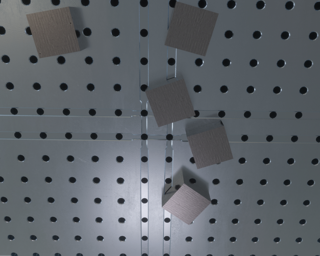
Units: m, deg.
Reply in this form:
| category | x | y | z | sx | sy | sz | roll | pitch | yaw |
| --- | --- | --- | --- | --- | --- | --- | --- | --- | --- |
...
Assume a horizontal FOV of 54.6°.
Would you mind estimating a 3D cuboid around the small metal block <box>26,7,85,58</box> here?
| category | x | y | z | sx | sy | sz | roll | pitch | yaw |
| --- | --- | --- | --- | --- | --- | --- | --- | --- | --- |
| small metal block | -0.123 | -0.114 | 0.370 | 0.050 | 0.025 | 0.050 | -9 | 110 | 3 |

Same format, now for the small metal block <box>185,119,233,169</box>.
| category | x | y | z | sx | sy | sz | roll | pitch | yaw |
| --- | --- | --- | --- | --- | --- | --- | --- | --- | --- |
| small metal block | 0.067 | 0.022 | 0.422 | 0.050 | 0.025 | 0.050 | -17 | 109 | 6 |

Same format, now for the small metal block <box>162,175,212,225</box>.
| category | x | y | z | sx | sy | sz | roll | pitch | yaw |
| --- | --- | --- | --- | --- | --- | --- | --- | --- | --- |
| small metal block | 0.038 | 0.105 | 0.452 | 0.050 | 0.025 | 0.050 | 36 | 106 | -12 |

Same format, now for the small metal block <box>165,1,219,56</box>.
| category | x | y | z | sx | sy | sz | roll | pitch | yaw |
| --- | --- | --- | --- | --- | --- | --- | --- | --- | --- |
| small metal block | 0.036 | -0.118 | 0.370 | 0.050 | 0.025 | 0.050 | 14 | 109 | -5 |

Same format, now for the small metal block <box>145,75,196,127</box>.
| category | x | y | z | sx | sy | sz | roll | pitch | yaw |
| --- | --- | --- | --- | --- | --- | --- | --- | --- | --- |
| small metal block | 0.014 | -0.035 | 0.401 | 0.050 | 0.025 | 0.050 | -18 | 109 | 6 |
